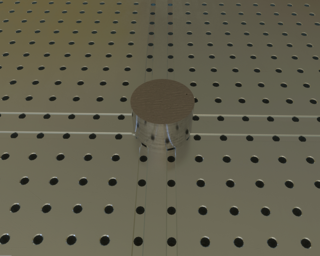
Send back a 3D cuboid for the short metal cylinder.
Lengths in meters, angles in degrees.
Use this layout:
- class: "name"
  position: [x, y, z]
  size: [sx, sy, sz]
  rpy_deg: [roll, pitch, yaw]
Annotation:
- class: "short metal cylinder"
  position: [0.003, -0.019, 0.407]
  size: [0.080, 0.050, 0.080]
  rpy_deg: [0, 50, 0]
